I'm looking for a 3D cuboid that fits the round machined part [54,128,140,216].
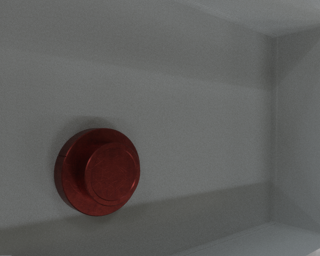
[{"bbox_3d":[-0.061,0.049,0.343,0.099,0.042,0.097,0,90,-40],"label":"round machined part"}]
